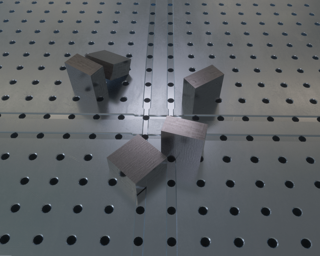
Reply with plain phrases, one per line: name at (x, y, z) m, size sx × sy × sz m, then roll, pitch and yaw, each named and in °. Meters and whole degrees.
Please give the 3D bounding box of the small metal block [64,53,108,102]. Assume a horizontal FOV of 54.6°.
small metal block at (-0.107, -0.074, 0.453) m, size 0.050 × 0.050 × 0.025 m, roll 28°, pitch 56°, yaw 22°

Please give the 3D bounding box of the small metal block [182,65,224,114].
small metal block at (0.060, -0.054, 0.438) m, size 0.050 × 0.050 × 0.025 m, roll -28°, pitch 56°, yaw -21°

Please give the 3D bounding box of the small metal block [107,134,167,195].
small metal block at (-0.027, 0.042, 0.372) m, size 0.050 × 0.025 × 0.050 m, roll 37°, pitch 59°, yaw 27°

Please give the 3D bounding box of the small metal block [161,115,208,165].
small metal block at (0.029, 0.015, 0.379) m, size 0.050 × 0.050 × 0.025 m, roll 13°, pitch 51°, yaw 11°

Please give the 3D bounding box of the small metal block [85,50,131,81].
small metal block at (-0.080, -0.098, 0.478) m, size 0.050 × 0.025 × 0.050 m, roll 22°, pitch 28°, yaw 17°
